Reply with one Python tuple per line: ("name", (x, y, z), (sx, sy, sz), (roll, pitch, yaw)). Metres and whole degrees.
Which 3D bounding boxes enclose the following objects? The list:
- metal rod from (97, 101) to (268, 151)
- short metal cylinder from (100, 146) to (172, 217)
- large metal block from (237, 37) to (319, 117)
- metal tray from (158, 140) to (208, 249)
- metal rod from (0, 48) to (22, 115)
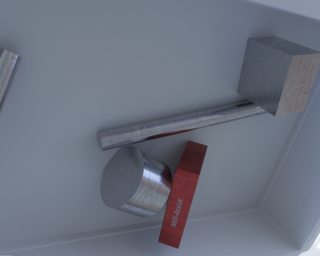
("metal rod", (0.063, -0.013, 0.436), (0.303, 0.025, 0.025), (-12, 124, -22))
("short metal cylinder", (-0.031, 0.070, 0.401), (0.050, 0.080, 0.080), (31, 101, -38))
("large metal block", (0.155, -0.072, 0.416), (0.050, 0.080, 0.079), (-10, 123, -24))
("metal tray", (0.034, 0.094, 0.446), (0.030, 0.090, 0.129), (16, 117, 9))
("metal rod", (-0.189, 0.071, 0.275), (0.025, 0.025, 0.299), (23, 83, -37))
